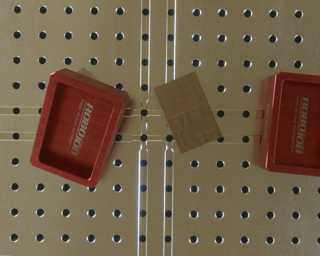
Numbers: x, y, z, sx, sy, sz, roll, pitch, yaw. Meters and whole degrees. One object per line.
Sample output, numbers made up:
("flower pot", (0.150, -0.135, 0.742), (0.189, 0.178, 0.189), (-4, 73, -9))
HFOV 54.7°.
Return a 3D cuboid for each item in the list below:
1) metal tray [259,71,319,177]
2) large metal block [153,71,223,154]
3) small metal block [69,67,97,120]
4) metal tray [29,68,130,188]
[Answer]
("metal tray", (0.187, -0.004, 0.411), (0.091, 0.030, 0.129), (6, 90, 0))
("large metal block", (0.032, -0.018, 0.386), (0.050, 0.080, 0.080), (-23, 90, 0))
("small metal block", (-0.102, -0.044, 0.412), (0.050, 0.025, 0.050), (-40, 90, 0))
("metal tray", (-0.102, 0.002, 0.387), (0.090, 0.030, 0.129), (22, 111, -1))
